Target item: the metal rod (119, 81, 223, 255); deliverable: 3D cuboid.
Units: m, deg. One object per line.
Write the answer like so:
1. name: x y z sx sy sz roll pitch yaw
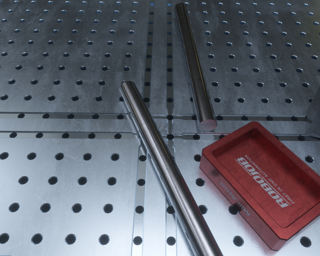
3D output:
1. metal rod: 0.008 0.047 0.367 0.025 0.025 0.300 -17 52 -14

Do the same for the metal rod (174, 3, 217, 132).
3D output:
1. metal rod: 0.052 -0.118 0.506 0.025 0.025 0.300 -3 50 -3

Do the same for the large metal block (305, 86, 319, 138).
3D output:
1. large metal block: 0.242 -0.024 0.394 0.080 0.080 0.050 16 52 13

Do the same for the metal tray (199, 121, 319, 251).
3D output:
1. metal tray: 0.120 0.058 0.355 0.091 0.030 0.130 -27 55 -21
